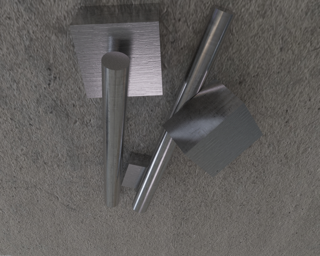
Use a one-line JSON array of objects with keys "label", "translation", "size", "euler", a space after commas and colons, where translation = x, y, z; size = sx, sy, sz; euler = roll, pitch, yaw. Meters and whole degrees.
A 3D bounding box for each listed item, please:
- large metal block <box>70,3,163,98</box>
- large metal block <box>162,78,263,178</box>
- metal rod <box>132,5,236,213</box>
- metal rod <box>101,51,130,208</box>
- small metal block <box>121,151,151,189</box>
[{"label": "large metal block", "translation": [-0.039, -0.080, 0.323], "size": [0.080, 0.050, 0.079], "euler": [-2, 130, 1]}, {"label": "large metal block", "translation": [0.064, 0.003, 0.363], "size": [0.080, 0.050, 0.080], "euler": [-42, 140, 6]}, {"label": "metal rod", "translation": [0.017, 0.000, 0.386], "size": [0.025, 0.025, 0.298], "euler": [14, 122, -12]}, {"label": "metal rod", "translation": [-0.059, 0.030, 0.391], "size": [0.025, 0.025, 0.298], "euler": [6, 143, -5]}, {"label": "small metal block", "translation": [-0.027, 0.066, 0.463], "size": [0.050, 0.025, 0.050], "euler": [13, 129, -11]}]
